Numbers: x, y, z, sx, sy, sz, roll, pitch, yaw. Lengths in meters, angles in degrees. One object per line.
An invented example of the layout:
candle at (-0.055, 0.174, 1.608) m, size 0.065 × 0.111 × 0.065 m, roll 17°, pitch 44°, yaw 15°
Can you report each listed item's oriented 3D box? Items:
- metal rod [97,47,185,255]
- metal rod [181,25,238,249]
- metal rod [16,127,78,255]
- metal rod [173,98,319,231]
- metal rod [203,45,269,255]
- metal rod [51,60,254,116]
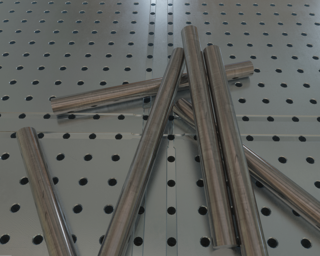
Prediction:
metal rod at (-0.009, 0.009, 0.380) m, size 0.025 × 0.025 × 0.300 m, roll 12°, pitch 57°, yaw 10°
metal rod at (0.055, -0.012, 0.383) m, size 0.025 × 0.025 × 0.299 m, roll -3°, pitch 61°, yaw -3°
metal rod at (-0.104, 0.110, 0.315) m, size 0.025 × 0.025 × 0.300 m, roll -22°, pitch 53°, yaw -17°
metal rod at (0.126, 0.055, 0.362) m, size 0.025 × 0.025 × 0.300 m, roll -34°, pitch 58°, yaw -25°
metal rod at (0.083, 0.020, 0.361) m, size 0.025 × 0.025 × 0.299 m, roll -3°, pitch 59°, yaw -3°
metal rod at (-0.004, -0.061, 0.459) m, size 0.302 × 0.025 × 0.025 m, roll -13°, pitch 51°, yaw -11°
